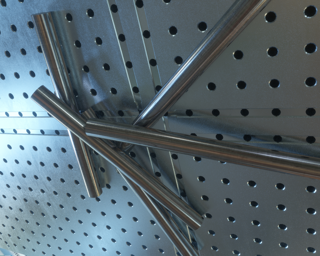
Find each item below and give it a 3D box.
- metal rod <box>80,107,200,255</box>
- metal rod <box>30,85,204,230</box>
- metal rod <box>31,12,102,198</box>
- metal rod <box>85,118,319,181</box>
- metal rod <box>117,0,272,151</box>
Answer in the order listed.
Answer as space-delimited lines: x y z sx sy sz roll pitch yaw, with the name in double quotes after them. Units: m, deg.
-0.028 0.097 0.483 0.025 0.025 0.299 -26 105 36 "metal rod"
-0.054 0.048 0.444 0.300 0.025 0.025 41 129 -10 "metal rod"
-0.133 -0.017 0.468 0.025 0.025 0.298 5 121 25 "metal rod"
0.050 0.023 0.377 0.301 0.025 0.025 10 123 14 "metal rod"
0.030 -0.060 0.356 0.025 0.025 0.298 43 129 -2 "metal rod"
